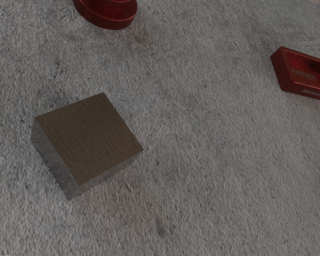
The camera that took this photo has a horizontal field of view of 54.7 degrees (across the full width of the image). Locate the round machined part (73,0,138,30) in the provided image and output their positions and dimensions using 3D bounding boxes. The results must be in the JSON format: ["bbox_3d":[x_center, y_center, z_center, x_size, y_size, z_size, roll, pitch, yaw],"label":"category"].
[{"bbox_3d":[-0.080,-0.201,0.473,0.099,0.042,0.098,14,56,-21],"label":"round machined part"}]

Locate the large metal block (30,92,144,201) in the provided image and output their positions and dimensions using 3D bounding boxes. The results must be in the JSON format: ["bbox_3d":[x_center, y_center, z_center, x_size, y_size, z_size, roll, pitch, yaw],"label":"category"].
[{"bbox_3d":[-0.079,0.018,0.334,0.081,0.050,0.080,-28,77,-37],"label":"large metal block"}]

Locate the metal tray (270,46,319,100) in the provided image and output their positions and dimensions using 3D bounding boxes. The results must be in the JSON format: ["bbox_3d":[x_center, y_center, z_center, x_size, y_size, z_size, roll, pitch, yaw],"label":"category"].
[{"bbox_3d":[0.291,-0.107,0.622,0.131,0.030,0.090,9,58,-24],"label":"metal tray"}]
